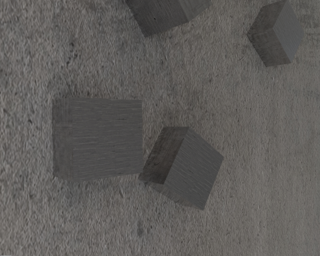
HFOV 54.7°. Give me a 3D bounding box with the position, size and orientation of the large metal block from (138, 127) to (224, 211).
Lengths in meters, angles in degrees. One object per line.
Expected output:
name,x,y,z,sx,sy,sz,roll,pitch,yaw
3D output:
large metal block,0.030,0.053,0.414,0.080,0.050,0.080,39,66,-33

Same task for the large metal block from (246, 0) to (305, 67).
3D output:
large metal block,0.213,-0.171,0.566,0.080,0.050,0.080,46,63,-31

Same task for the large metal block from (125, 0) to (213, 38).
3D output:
large metal block,0.003,-0.164,0.371,0.050,0.080,0.080,-45,117,-31

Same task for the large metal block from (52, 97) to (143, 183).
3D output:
large metal block,-0.066,0.010,0.333,0.081,0.050,0.079,-2,91,-40
